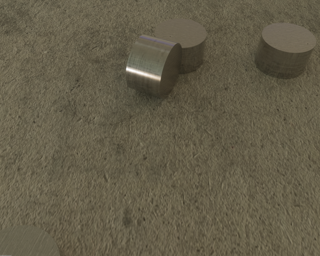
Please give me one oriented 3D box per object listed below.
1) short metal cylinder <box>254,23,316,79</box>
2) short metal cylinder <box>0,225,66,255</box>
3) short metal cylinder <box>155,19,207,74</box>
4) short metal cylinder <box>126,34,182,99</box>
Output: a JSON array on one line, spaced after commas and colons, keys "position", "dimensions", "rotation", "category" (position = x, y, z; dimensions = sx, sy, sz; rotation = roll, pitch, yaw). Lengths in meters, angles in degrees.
[{"position": [0.197, -0.123, 0.492], "dimensions": [0.080, 0.050, 0.080], "rotation": [0, 50, 0], "category": "short metal cylinder"}, {"position": [-0.123, 0.134, 0.273], "dimensions": [0.080, 0.050, 0.080], "rotation": [0, 50, 0], "category": "short metal cylinder"}, {"position": [0.032, -0.132, 0.498], "dimensions": [0.080, 0.050, 0.080], "rotation": [0, 50, 0], "category": "short metal cylinder"}, {"position": [-0.007, -0.087, 0.440], "dimensions": [0.050, 0.080, 0.080], "rotation": [19, 53, 15], "category": "short metal cylinder"}]
